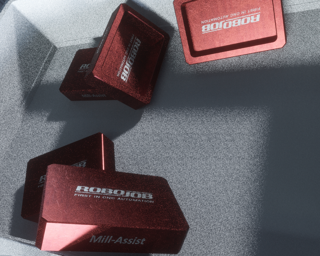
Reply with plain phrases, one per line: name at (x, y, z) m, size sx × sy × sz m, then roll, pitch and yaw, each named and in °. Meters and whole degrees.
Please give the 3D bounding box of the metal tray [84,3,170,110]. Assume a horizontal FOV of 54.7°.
metal tray at (-0.043, -0.103, 0.447) m, size 0.030 × 0.090 × 0.130 m, roll -21°, pitch 47°, yaw 53°

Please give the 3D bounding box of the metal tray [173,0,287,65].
metal tray at (0.090, -0.139, 0.403) m, size 0.130 × 0.089 × 0.030 m, roll -6°, pitch 19°, yaw 25°

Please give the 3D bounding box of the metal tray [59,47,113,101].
metal tray at (-0.094, -0.091, 0.508) m, size 0.130 × 0.030 × 0.090 m, roll 2°, pitch 62°, yaw 29°

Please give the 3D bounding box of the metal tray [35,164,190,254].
metal tray at (-0.047, 0.078, 0.304) m, size 0.090 × 0.131 × 0.030 m, roll -122°, pitch 46°, yaw -62°

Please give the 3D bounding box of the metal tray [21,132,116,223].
metal tray at (-0.125, 0.069, 0.426) m, size 0.130 × 0.030 × 0.090 m, roll -21°, pitch 54°, yaw 16°
